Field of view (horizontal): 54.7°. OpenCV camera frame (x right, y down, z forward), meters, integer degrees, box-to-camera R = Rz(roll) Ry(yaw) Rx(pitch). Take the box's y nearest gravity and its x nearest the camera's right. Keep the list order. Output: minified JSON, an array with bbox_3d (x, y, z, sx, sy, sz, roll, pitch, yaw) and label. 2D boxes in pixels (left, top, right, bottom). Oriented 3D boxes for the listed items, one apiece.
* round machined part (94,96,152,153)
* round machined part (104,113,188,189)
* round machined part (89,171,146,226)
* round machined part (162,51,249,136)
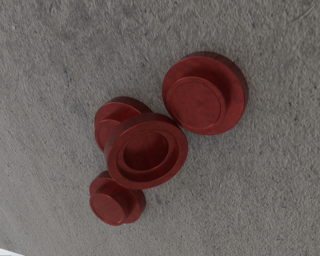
[{"bbox_3d":[-0.050,0.009,0.428,0.098,0.042,0.097,13,124,21],"label":"round machined part"},{"bbox_3d":[-0.019,0.024,0.377,0.099,0.042,0.097,-10,123,-15],"label":"round machined part"},{"bbox_3d":[-0.076,0.122,0.512,0.098,0.042,0.097,13,124,21],"label":"round machined part"},{"bbox_3d":[0.046,-0.033,0.351,0.098,0.042,0.097,13,124,21],"label":"round machined part"}]
